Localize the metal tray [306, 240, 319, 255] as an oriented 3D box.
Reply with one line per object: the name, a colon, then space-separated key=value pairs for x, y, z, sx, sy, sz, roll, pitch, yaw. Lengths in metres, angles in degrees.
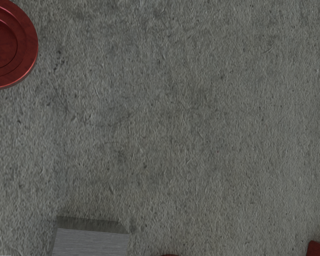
metal tray: x=0.278 y=0.261 z=0.512 sx=0.091 sy=0.030 sz=0.129 roll=17 pitch=84 yaw=-20

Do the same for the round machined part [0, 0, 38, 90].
round machined part: x=-0.183 y=-0.089 z=0.332 sx=0.099 sy=0.042 sz=0.097 roll=0 pitch=90 yaw=-21

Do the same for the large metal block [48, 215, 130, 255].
large metal block: x=-0.088 y=0.153 z=0.364 sx=0.081 sy=0.050 sz=0.080 roll=13 pitch=86 yaw=-20
